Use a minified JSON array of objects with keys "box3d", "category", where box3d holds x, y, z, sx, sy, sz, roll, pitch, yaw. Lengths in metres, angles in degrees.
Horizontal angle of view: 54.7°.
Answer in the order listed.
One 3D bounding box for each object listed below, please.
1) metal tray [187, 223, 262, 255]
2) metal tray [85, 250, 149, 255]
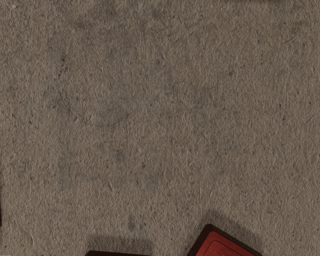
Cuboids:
[{"box3d":[0.070,0.206,0.408,0.090,0.030,0.130,31,90,-1],"category":"metal tray"},{"box3d":[-0.061,0.234,0.406,0.091,0.030,0.129,5,90,-1],"category":"metal tray"}]
